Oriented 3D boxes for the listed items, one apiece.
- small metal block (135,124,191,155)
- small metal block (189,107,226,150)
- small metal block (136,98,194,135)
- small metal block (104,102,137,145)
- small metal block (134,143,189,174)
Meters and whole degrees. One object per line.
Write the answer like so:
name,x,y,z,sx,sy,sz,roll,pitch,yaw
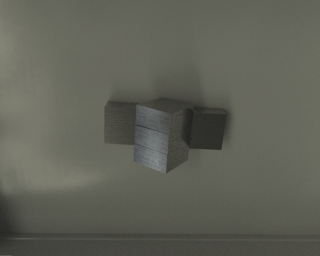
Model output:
small metal block,0.004,0.007,0.388,0.050,0.050,0.025,16,113,33
small metal block,0.057,0.000,0.411,0.050,0.025,0.050,3,110,-2
small metal block,0.006,-0.016,0.379,0.050,0.050,0.025,17,113,32
small metal block,-0.046,-0.006,0.407,0.050,0.025,0.050,4,110,-2
small metal block,0.002,0.031,0.397,0.050,0.050,0.025,16,113,33
